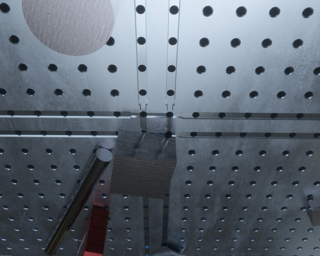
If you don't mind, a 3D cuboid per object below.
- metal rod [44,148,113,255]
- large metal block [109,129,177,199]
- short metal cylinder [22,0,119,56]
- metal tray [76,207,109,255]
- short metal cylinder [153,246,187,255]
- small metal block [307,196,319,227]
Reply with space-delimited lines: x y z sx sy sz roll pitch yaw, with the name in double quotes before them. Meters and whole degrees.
"metal rod" -0.148 0.139 0.528 0.025 0.025 0.298 21 127 -17
"large metal block" -0.025 0.053 0.440 0.081 0.050 0.079 8 130 -7
"short metal cylinder" -0.081 -0.117 0.295 0.081 0.050 0.079 0 130 0
"metal tray" -0.126 0.213 0.549 0.030 0.090 0.129 16 128 -13
"short metal cylinder" 0.019 0.286 0.619 0.050 0.080 0.080 33 123 -25
"small metal block" 0.285 0.142 0.535 0.050 0.025 0.050 -15 129 12
